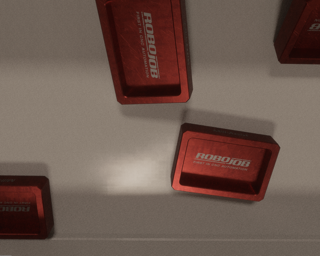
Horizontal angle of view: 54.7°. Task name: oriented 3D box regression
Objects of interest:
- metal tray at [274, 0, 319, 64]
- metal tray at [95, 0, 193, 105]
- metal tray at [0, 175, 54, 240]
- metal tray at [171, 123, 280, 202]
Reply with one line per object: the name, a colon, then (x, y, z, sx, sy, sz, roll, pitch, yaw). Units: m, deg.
metal tray: (0.207, -0.112, 0.344, 0.131, 0.030, 0.090, 1, 148, -1)
metal tray: (-0.014, -0.093, 0.354, 0.090, 0.030, 0.129, -1, 118, 14)
metal tray: (-0.228, 0.115, 0.447, 0.131, 0.030, 0.089, 1, 110, -1)
metal tray: (0.086, 0.048, 0.427, 0.131, 0.030, 0.089, 9, 110, -4)
